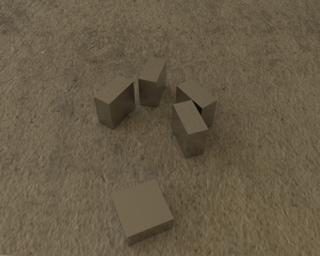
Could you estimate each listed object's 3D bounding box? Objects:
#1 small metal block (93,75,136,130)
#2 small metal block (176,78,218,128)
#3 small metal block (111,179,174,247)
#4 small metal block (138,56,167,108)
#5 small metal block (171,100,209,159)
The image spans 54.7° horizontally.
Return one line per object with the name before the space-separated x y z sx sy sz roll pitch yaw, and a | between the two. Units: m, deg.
small metal block | -0.059 -0.034 0.415 0.025 0.050 0.050 27 55 20
small metal block | 0.047 -0.029 0.412 0.025 0.050 0.050 -29 56 -22
small metal block | -0.019 0.089 0.329 0.050 0.025 0.050 -18 52 -15
small metal block | -0.010 -0.065 0.442 0.025 0.050 0.050 13 51 10
small metal block | 0.036 0.002 0.386 0.025 0.050 0.050 -14 52 -12
